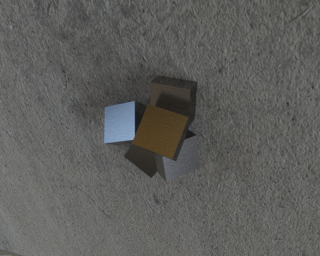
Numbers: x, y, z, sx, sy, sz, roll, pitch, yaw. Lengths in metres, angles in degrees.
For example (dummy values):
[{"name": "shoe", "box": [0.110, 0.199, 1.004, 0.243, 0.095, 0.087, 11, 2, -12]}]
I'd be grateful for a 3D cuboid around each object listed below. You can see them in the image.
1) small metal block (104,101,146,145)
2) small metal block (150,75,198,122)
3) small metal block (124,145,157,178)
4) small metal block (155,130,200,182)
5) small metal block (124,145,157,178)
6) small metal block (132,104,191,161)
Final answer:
[{"name": "small metal block", "box": [-0.046, -0.005, 0.412, 0.050, 0.025, 0.050, -8, 77, 31]}, {"name": "small metal block", "box": [0.016, -0.033, 0.378, 0.050, 0.025, 0.050, 13, 124, 20]}, {"name": "small metal block", "box": [-0.015, 0.035, 0.436, 0.050, 0.025, 0.050, 39, 129, 1]}, {"name": "small metal block", "box": [0.022, 0.034, 0.398, 0.025, 0.050, 0.050, 38, 143, 55]}, {"name": "small metal block", "box": [-0.015, 0.035, 0.436, 0.050, 0.025, 0.050, 39, 129, 2]}, {"name": "small metal block", "box": [0.003, 0.006, 0.359, 0.050, 0.025, 0.050, 20, 82, 16]}]
